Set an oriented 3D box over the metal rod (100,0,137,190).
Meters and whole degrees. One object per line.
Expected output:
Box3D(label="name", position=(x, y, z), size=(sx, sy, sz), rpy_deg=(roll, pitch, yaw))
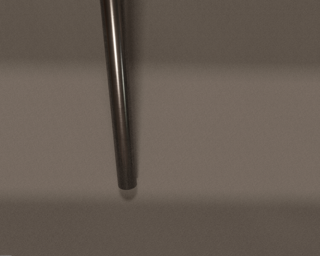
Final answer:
Box3D(label="metal rod", position=(-0.047, -0.059, 0.349), size=(0.025, 0.025, 0.298), rpy_deg=(-2, 115, 0))
